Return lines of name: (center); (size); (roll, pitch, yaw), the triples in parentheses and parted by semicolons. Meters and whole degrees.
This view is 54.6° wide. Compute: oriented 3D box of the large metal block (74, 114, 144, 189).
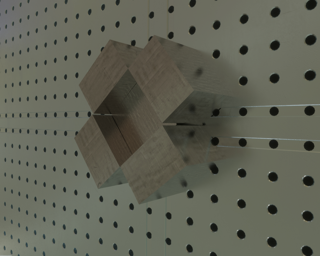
large metal block: (-0.056, 0.029, 0.420); (0.050, 0.081, 0.080); (-46, 63, 30)

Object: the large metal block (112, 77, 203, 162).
large metal block: (-0.006, -0.011, 0.398); (0.080, 0.050, 0.080); (-47, 61, 32)

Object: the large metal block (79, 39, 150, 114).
large metal block: (-0.046, -0.063, 0.413); (0.080, 0.081, 0.050); (-46, 63, 30)

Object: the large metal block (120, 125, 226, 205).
large metal block: (0.016, 0.041, 0.363); (0.080, 0.081, 0.050); (-45, 63, 31)

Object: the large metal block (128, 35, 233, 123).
large metal block: (0.024, -0.052, 0.355); (0.050, 0.081, 0.080); (-46, 63, 30)
